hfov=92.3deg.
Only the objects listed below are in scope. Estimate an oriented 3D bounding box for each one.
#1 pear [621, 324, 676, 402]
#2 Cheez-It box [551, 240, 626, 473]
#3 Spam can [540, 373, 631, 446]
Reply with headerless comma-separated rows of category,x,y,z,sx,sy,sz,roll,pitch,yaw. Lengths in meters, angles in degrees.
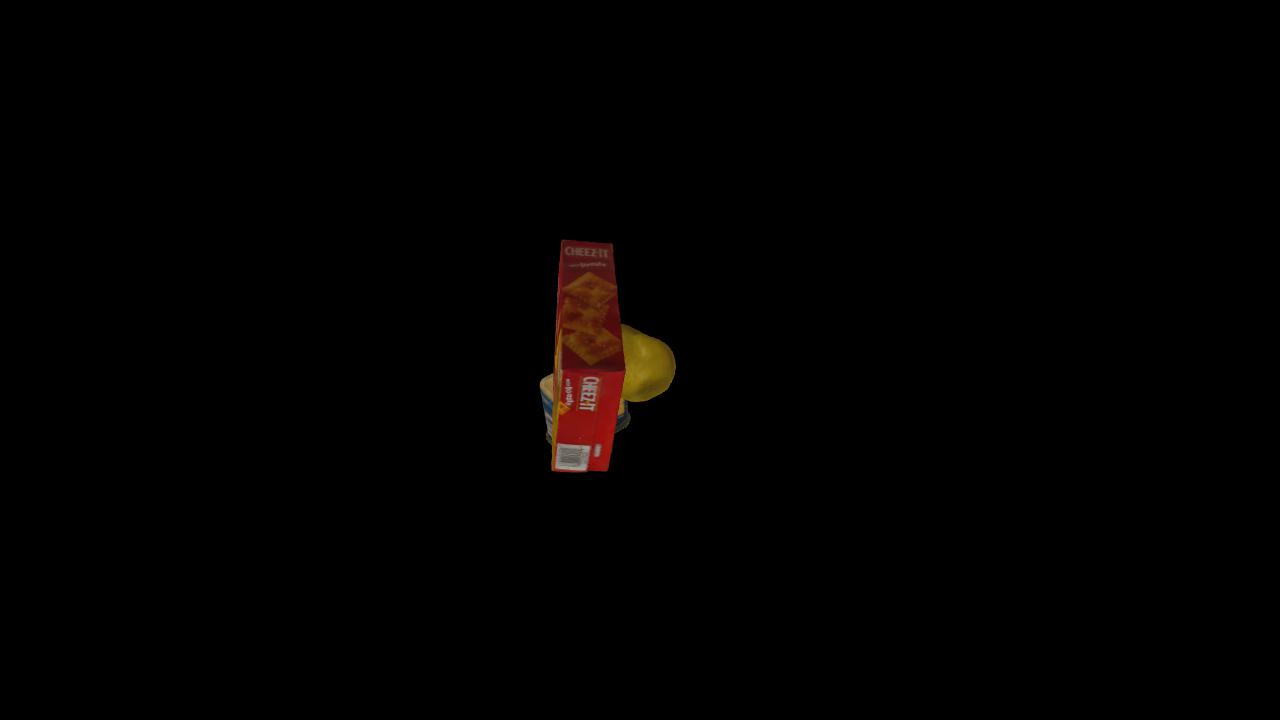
pear,-0.007,-0.009,0.704,0.080,0.111,0.080,-20,-25,-10
Cheez-It box,-0.064,-0.008,0.708,0.071,0.166,0.223,2,43,-9
Spam can,-0.062,0.048,0.705,0.101,0.085,0.058,-29,48,-28
